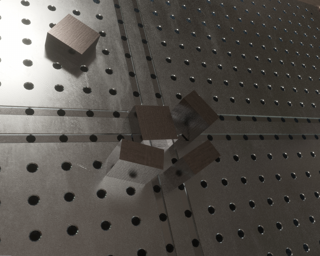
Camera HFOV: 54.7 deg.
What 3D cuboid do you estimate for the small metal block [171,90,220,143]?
[{"bbox_3d":[0.045,-0.015,0.427,0.050,0.050,0.025,48,51,5],"label":"small metal block"}]

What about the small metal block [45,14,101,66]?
[{"bbox_3d":[-0.117,-0.119,0.419,0.050,0.025,0.050,33,51,-7],"label":"small metal block"}]

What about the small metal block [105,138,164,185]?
[{"bbox_3d":[-0.029,0.040,0.353,0.050,0.050,0.025,16,55,-20],"label":"small metal block"}]

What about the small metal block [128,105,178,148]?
[{"bbox_3d":[-0.010,-0.002,0.405,0.050,0.025,0.050,-1,62,-29],"label":"small metal block"}]

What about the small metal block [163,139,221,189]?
[{"bbox_3d":[0.040,0.045,0.388,0.050,0.050,0.025,-29,78,-38],"label":"small metal block"}]
